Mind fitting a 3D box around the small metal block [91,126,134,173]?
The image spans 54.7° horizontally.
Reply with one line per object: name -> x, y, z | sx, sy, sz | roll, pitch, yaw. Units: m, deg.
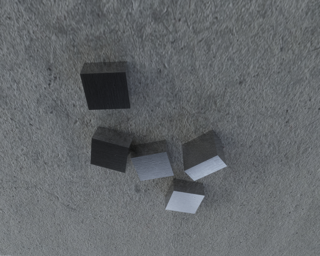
small metal block -> -0.066, 0.030, 0.426 | 0.050, 0.025, 0.050 | 15, 130, 2

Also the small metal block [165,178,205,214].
small metal block -> 0.039, 0.111, 0.502 | 0.050, 0.025, 0.050 | 11, 129, -10

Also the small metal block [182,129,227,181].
small metal block -> 0.059, 0.037, 0.423 | 0.050, 0.050, 0.025 | -29, 124, 22

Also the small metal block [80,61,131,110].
small metal block -> -0.062, -0.049, 0.364 | 0.050, 0.025, 0.050 | -2, 130, 1

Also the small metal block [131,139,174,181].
small metal block -> -0.010, 0.047, 0.447 | 0.050, 0.025, 0.050 | -11, 130, 8
